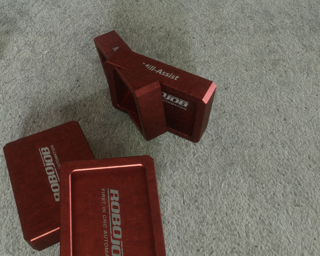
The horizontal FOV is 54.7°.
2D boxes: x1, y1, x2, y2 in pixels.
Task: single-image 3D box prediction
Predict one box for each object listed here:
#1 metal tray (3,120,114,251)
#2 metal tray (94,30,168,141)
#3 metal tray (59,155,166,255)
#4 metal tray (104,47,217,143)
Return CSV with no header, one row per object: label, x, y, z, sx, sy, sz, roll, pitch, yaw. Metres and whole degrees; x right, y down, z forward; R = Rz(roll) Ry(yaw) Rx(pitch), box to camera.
metal tray,-0.115,0.057,0.351,0.091,0.030,0.130,-21,53,-17
metal tray,-0.039,-0.056,0.402,0.030,0.090,0.130,-27,53,-13
metal tray,-0.045,0.094,0.290,0.091,0.030,0.130,-4,67,-11
metal tray,-0.001,-0.039,0.388,0.130,0.090,0.030,23,58,15
